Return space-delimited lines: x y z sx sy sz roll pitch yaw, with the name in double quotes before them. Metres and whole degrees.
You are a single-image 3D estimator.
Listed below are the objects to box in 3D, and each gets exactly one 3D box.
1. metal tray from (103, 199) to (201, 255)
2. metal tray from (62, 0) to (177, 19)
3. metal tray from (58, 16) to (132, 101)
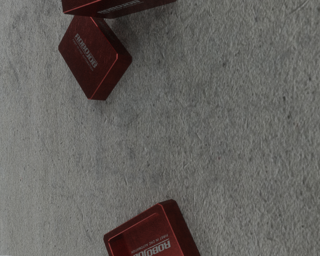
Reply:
"metal tray" -0.015 0.162 0.413 0.130 0.030 0.090 -38 67 33
"metal tray" -0.055 -0.173 0.405 0.130 0.091 0.030 3 102 40
"metal tray" -0.107 -0.118 0.490 0.090 0.030 0.130 -50 61 28
